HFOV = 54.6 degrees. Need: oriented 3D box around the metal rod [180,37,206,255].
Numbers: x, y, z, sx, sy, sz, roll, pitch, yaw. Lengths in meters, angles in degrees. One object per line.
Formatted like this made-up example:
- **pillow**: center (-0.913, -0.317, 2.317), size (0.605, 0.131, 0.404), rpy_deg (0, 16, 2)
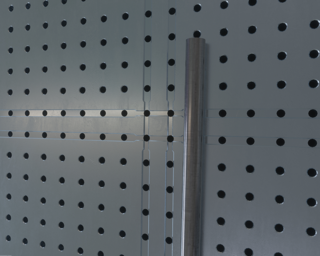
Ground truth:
- **metal rod**: center (0.042, 0.037, 0.398), size (0.025, 0.025, 0.298), rpy_deg (2, 91, 20)
